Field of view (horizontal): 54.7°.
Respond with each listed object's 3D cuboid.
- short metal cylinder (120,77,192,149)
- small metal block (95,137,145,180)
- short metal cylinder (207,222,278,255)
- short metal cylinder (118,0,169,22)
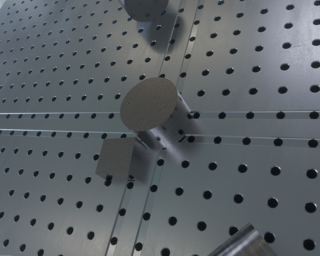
[{"bbox_3d":[-0.005,-0.019,0.407,0.080,0.050,0.080,-13,56,21],"label":"short metal cylinder"},{"bbox_3d":[-0.052,0.041,0.411,0.050,0.025,0.050,-5,60,25],"label":"small metal block"},{"bbox_3d":[0.081,0.126,0.253,0.050,0.080,0.080,-39,51,2],"label":"short metal cylinder"},{"bbox_3d":[-0.031,-0.231,0.531,0.080,0.080,0.050,-35,51,5],"label":"short metal cylinder"}]
